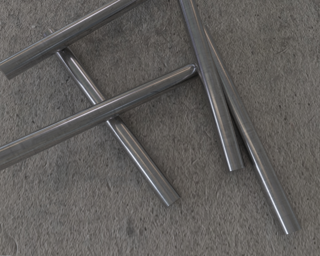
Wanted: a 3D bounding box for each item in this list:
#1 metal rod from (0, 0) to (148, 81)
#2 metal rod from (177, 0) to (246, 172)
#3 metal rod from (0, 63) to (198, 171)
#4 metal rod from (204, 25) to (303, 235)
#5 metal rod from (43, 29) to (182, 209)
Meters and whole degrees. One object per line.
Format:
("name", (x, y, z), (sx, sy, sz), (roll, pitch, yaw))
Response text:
("metal rod", (-0.089, -0.158, 0.446), (0.301, 0.025, 0.025), (-38, 74, -20))
("metal rod", (0.061, -0.089, 0.422), (0.025, 0.025, 0.299), (-13, 77, -5))
("metal rod", (-0.078, -0.016, 0.381), (0.302, 0.025, 0.025), (-27, 72, -22))
("metal rod", (0.108, -0.011, 0.412), (0.025, 0.025, 0.299), (-18, 71, -6))
("metal rod", (-0.072, -0.023, 0.415), (0.025, 0.025, 0.300), (-35, 74, -12))
